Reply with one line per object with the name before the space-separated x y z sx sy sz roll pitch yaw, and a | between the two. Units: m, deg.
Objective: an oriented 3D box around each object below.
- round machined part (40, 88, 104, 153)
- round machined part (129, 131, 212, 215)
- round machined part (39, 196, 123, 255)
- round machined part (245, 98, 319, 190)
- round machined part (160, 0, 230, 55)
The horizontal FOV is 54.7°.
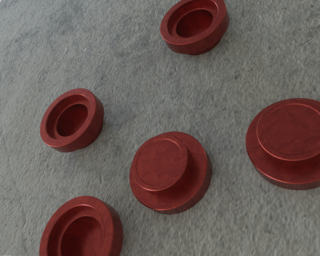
round machined part | -0.124 -0.008 0.461 0.098 0.042 0.098 -13 56 20
round machined part | 0.007 0.047 0.360 0.098 0.042 0.098 -13 56 20
round machined part | -0.085 0.131 0.355 0.098 0.042 0.098 -13 56 20
round machined part | 0.137 0.010 0.315 0.098 0.042 0.098 -13 56 20
round machined part | 0.053 -0.146 0.453 0.098 0.042 0.098 -13 56 20
